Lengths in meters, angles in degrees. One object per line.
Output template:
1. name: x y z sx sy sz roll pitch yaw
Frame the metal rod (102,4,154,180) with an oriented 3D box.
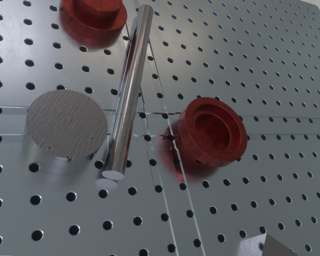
1. metal rod: -0.038 -0.071 0.430 0.025 0.025 0.300 19 54 -17

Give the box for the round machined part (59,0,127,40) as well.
1. round machined part: -0.095 -0.182 0.457 0.099 0.042 0.098 14 56 -21

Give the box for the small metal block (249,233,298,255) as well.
1. small metal block: 0.137 0.167 0.380 0.050 0.025 0.050 36 51 -5

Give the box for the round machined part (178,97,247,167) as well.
1. round machined part: 0.068 0.009 0.428 0.099 0.042 0.098 14 56 -21

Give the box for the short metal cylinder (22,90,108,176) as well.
1. short metal cylinder: -0.103 0.006 0.334 0.081 0.050 0.080 14 56 -21
